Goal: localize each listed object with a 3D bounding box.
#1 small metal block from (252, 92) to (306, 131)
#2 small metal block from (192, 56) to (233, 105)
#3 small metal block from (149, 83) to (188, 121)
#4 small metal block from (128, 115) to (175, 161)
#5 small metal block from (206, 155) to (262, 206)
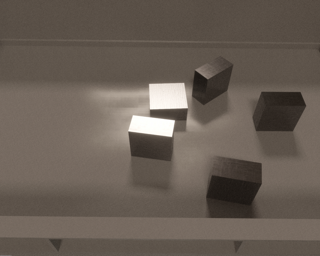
[{"bbox_3d":[0.155,-0.021,0.409,0.050,0.050,0.025,0,50,0],"label":"small metal block"},{"bbox_3d":[0.075,-0.068,0.447,0.050,0.050,0.025,-32,57,-24],"label":"small metal block"},{"bbox_3d":[0.011,-0.037,0.436,0.050,0.025,0.050,-2,50,-2],"label":"small metal block"},{"bbox_3d":[-0.009,0.013,0.378,0.050,0.050,0.025,7,51,5],"label":"small metal block"},{"bbox_3d":[0.080,0.059,0.341,0.050,0.050,0.025,9,51,7],"label":"small metal block"}]
